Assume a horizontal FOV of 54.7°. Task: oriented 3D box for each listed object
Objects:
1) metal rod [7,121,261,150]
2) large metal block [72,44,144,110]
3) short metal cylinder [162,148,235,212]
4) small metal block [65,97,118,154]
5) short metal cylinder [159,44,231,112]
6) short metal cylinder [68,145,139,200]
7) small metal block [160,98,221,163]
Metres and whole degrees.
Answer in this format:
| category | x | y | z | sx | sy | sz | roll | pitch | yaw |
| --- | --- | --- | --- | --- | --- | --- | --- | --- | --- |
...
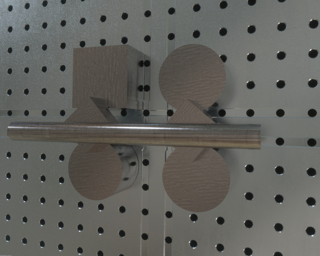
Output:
| category | x | y | z | sx | sy | sz | roll | pitch | yaw |
| --- | --- | --- | --- | --- | --- | --- | --- | --- | --- |
| metal rod | -0.045 | 0.006 | 0.348 | 0.301 | 0.025 | 0.025 | 1 | 90 | 19 |
| large metal block | -0.070 | -0.066 | 0.423 | 0.080 | 0.050 | 0.080 | 1 | 91 | 20 |
| short metal cylinder | 0.049 | 0.058 | 0.382 | 0.080 | 0.050 | 0.080 | 0 | 90 | 20 |
| small metal block | -0.084 | -0.003 | 0.390 | 0.050 | 0.025 | 0.050 | -42 | 77 | 15 |
| short metal cylinder | 0.045 | -0.058 | 0.384 | 0.080 | 0.050 | 0.080 | 0 | 90 | 20 |
| short metal cylinder | -0.077 | 0.054 | 0.425 | 0.080 | 0.050 | 0.080 | 0 | 90 | 20 |
| small metal block | 0.035 | 0.003 | 0.347 | 0.050 | 0.025 | 0.050 | 42 | 103 | 15 |
